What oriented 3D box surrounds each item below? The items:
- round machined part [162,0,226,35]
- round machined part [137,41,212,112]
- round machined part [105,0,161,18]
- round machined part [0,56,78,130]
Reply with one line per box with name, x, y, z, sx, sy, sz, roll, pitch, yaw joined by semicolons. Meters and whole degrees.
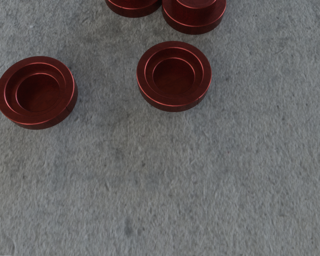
round machined part;0.052;-0.195;0.471;0.099;0.042;0.098;0;70;-1
round machined part;0.018;-0.066;0.423;0.099;0.042;0.098;0;70;-1
round machined part;-0.041;-0.224;0.481;0.099;0.042;0.098;0;70;0
round machined part;-0.159;-0.043;0.413;0.099;0.042;0.098;0;70;-1
